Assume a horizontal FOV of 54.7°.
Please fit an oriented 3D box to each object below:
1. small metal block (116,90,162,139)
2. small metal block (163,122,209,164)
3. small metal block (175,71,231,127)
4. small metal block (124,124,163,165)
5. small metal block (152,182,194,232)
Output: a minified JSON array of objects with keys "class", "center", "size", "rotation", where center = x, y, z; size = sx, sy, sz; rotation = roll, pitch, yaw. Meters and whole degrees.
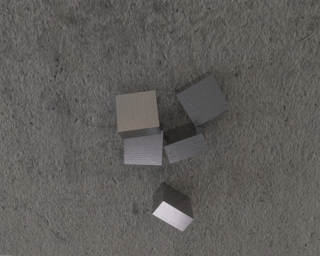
[{"class":"small metal block","center":[-0.027,-0.017,0.389],"size":[0.050,0.025,0.050],"rotation":[-8,67,2]},{"class":"small metal block","center":[0.032,0.017,0.403],"size":[0.050,0.050,0.025],"rotation":[-20,109,7]},{"class":"small metal block","center":[0.054,-0.037,0.396],"size":[0.050,0.025,0.050],"rotation":[-30,108,10]},{"class":"small metal block","center":[-0.022,0.022,0.417],"size":[0.050,0.025,0.050],"rotation":[2,110,-1]},{"class":"small metal block","center":[0.018,0.110,0.437],"size":[0.050,0.050,0.025],"rotation":[33,107,-12]}]
